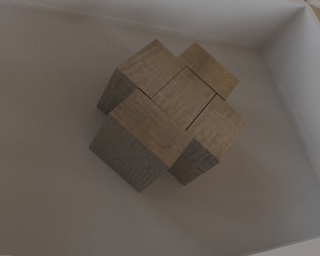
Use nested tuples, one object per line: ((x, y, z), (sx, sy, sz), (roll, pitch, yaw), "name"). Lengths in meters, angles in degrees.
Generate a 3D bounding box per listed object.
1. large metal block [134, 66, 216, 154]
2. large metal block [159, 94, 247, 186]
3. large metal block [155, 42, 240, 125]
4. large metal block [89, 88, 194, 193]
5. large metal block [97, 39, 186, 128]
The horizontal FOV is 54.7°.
((0.013, -0.019, 0.389), (0.050, 0.080, 0.080), (43, 51, 0), "large metal block")
((0.051, 0.016, 0.389), (0.050, 0.080, 0.080), (43, 51, 0), "large metal block")
((0.048, -0.057, 0.432), (0.080, 0.080, 0.050), (42, 51, 0), "large metal block")
((-0.024, 0.017, 0.348), (0.080, 0.080, 0.050), (42, 51, 0), "large metal block")
((-0.024, -0.053, 0.389), (0.050, 0.080, 0.080), (43, 51, 0), "large metal block")
